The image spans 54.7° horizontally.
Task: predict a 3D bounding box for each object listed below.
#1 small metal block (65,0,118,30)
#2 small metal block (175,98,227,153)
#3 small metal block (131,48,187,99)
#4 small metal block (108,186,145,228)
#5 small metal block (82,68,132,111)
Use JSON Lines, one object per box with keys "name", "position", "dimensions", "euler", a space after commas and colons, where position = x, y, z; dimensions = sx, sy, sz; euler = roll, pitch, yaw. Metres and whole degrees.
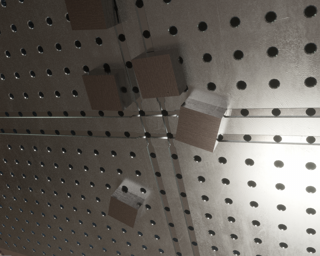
{"name": "small metal block", "position": [-0.082, -0.144, 0.364], "dimensions": [0.050, 0.025, 0.050], "euler": [6, 121, 24]}
{"name": "small metal block", "position": [0.050, -0.004, 0.382], "dimensions": [0.050, 0.025, 0.050], "euler": [19, 126, 16]}
{"name": "small metal block", "position": [0.000, -0.065, 0.370], "dimensions": [0.050, 0.025, 0.050], "euler": [-2, 118, 29]}
{"name": "small metal block", "position": [-0.057, 0.134, 0.522], "dimensions": [0.050, 0.025, 0.050], "euler": [24, 127, 13]}
{"name": "small metal block", "position": [-0.070, -0.051, 0.415], "dimensions": [0.050, 0.025, 0.050], "euler": [4, 120, 26]}
